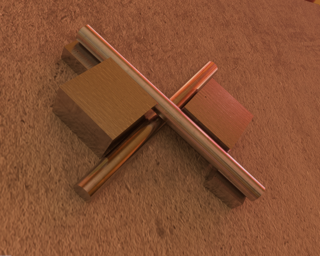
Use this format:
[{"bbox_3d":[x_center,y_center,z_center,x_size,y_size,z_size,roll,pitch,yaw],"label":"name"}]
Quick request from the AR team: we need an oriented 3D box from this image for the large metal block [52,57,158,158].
[{"bbox_3d":[-0.065,-0.025,0.367,0.080,0.050,0.080,45,51,3],"label":"large metal block"}]

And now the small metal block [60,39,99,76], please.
[{"bbox_3d":[-0.094,-0.092,0.412,0.050,0.025,0.050,45,51,2],"label":"small metal block"}]

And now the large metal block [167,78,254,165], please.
[{"bbox_3d":[0.071,-0.010,0.434,0.080,0.050,0.080,43,51,1],"label":"large metal block"}]

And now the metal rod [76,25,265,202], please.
[{"bbox_3d":[0.012,-0.019,0.391,0.300,0.025,0.025,43,51,1],"label":"metal rod"}]

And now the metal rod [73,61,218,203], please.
[{"bbox_3d":[0.002,-0.015,0.416,0.025,0.025,0.302,43,51,1],"label":"metal rod"}]

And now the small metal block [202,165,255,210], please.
[{"bbox_3d":[0.092,0.070,0.412,0.050,0.025,0.050,40,51,-1],"label":"small metal block"}]
